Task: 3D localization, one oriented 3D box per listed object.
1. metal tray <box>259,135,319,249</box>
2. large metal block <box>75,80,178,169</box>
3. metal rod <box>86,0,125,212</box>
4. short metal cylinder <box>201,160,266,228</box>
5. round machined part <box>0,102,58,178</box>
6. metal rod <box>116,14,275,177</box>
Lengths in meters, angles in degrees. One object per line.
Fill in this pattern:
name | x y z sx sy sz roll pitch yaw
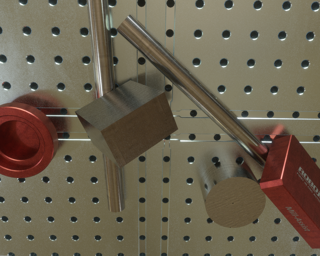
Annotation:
metal tray | 0.190 0.084 0.412 0.130 0.090 0.030 48 137 -16
large metal block | -0.040 -0.009 0.361 0.080 0.080 0.050 -34 122 -20
metal rod | -0.068 -0.023 0.403 0.025 0.025 0.298 -2 110 0
short metal cylinder | 0.100 0.091 0.435 0.081 0.050 0.079 0 110 -1
round machined part | -0.183 0.013 0.407 0.099 0.042 0.097 0 110 -1
metal rod | 0.066 -0.029 0.403 0.300 0.025 0.025 41 105 -14
